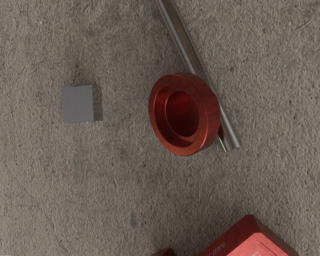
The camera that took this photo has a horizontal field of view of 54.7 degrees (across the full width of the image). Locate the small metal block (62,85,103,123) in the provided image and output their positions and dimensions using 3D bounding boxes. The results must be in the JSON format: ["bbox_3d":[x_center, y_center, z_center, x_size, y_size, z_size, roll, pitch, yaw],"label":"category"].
[{"bbox_3d":[-0.112,-0.034,0.447,0.050,0.025,0.050,-3,89,19],"label":"small metal block"}]

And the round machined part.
[{"bbox_3d":[0.033,-0.019,0.372,0.098,0.042,0.097,21,119,45],"label":"round machined part"}]

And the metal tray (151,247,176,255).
[{"bbox_3d":[0.013,0.223,0.367,0.030,0.090,0.130,-30,80,23],"label":"metal tray"}]

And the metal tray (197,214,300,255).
[{"bbox_3d":[0.087,0.170,0.353,0.090,0.030,0.130,41,103,-15],"label":"metal tray"}]

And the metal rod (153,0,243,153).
[{"bbox_3d":[0.030,-0.110,0.397,0.025,0.025,0.299,-26,82,18],"label":"metal rod"}]
